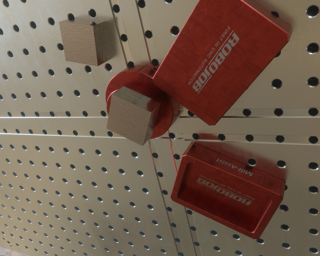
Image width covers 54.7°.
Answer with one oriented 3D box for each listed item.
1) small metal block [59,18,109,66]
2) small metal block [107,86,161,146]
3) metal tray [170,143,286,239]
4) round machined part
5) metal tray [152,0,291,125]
[{"bbox_3d":[-0.096,-0.110,0.394,0.050,0.025,0.050,13,124,21],"label":"small metal block"},{"bbox_3d":[-0.032,-0.014,0.365,0.050,0.025,0.050,25,127,12],"label":"small metal block"},{"bbox_3d":[0.086,0.085,0.414,0.130,0.030,0.089,23,127,14],"label":"metal tray"},{"bbox_3d":[-0.029,-0.027,0.399,0.098,0.042,0.097,13,124,20],"label":"round machined part"},{"bbox_3d":[0.060,-0.075,0.330,0.090,0.030,0.129,37,129,3],"label":"metal tray"}]
